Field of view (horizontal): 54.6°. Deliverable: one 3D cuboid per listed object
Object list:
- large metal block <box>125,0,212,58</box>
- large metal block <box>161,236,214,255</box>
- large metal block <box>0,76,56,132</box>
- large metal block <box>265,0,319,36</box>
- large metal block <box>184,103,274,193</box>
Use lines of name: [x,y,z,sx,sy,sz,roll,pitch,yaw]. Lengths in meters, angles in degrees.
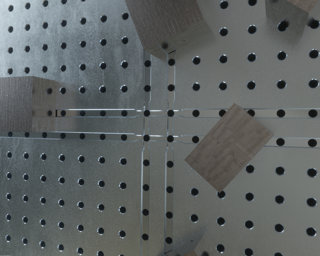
large metal block: [0.010,-0.148,0.396,0.080,0.050,0.080,-23,82,18]
large metal block: [0.035,0.196,0.387,0.080,0.050,0.080,-32,80,17]
large metal block: [-0.209,-0.035,0.474,0.080,0.050,0.080,1,90,20]
large metal block: [0.158,-0.155,0.328,0.050,0.080,0.080,39,102,16]
large metal block: [0.082,0.021,0.354,0.050,0.080,0.080,43,103,15]
